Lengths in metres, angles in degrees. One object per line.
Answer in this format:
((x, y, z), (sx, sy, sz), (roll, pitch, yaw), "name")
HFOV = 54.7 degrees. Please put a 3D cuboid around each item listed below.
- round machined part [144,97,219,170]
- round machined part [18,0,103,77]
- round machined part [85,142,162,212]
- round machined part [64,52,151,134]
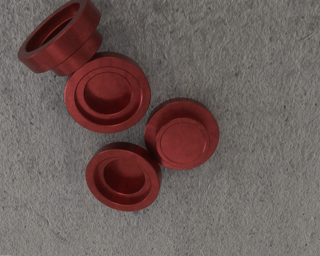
((0.029, 0.012, 0.405), (0.099, 0.042, 0.097), (0, 110, 0), "round machined part")
((-0.103, -0.095, 0.339), (0.098, 0.098, 0.042), (-33, 129, 11), "round machined part")
((-0.046, 0.061, 0.416), (0.098, 0.042, 0.097), (4, 117, 8), "round machined part")
((-0.063, -0.045, 0.374), (0.099, 0.042, 0.097), (-7, 122, -10), "round machined part")
